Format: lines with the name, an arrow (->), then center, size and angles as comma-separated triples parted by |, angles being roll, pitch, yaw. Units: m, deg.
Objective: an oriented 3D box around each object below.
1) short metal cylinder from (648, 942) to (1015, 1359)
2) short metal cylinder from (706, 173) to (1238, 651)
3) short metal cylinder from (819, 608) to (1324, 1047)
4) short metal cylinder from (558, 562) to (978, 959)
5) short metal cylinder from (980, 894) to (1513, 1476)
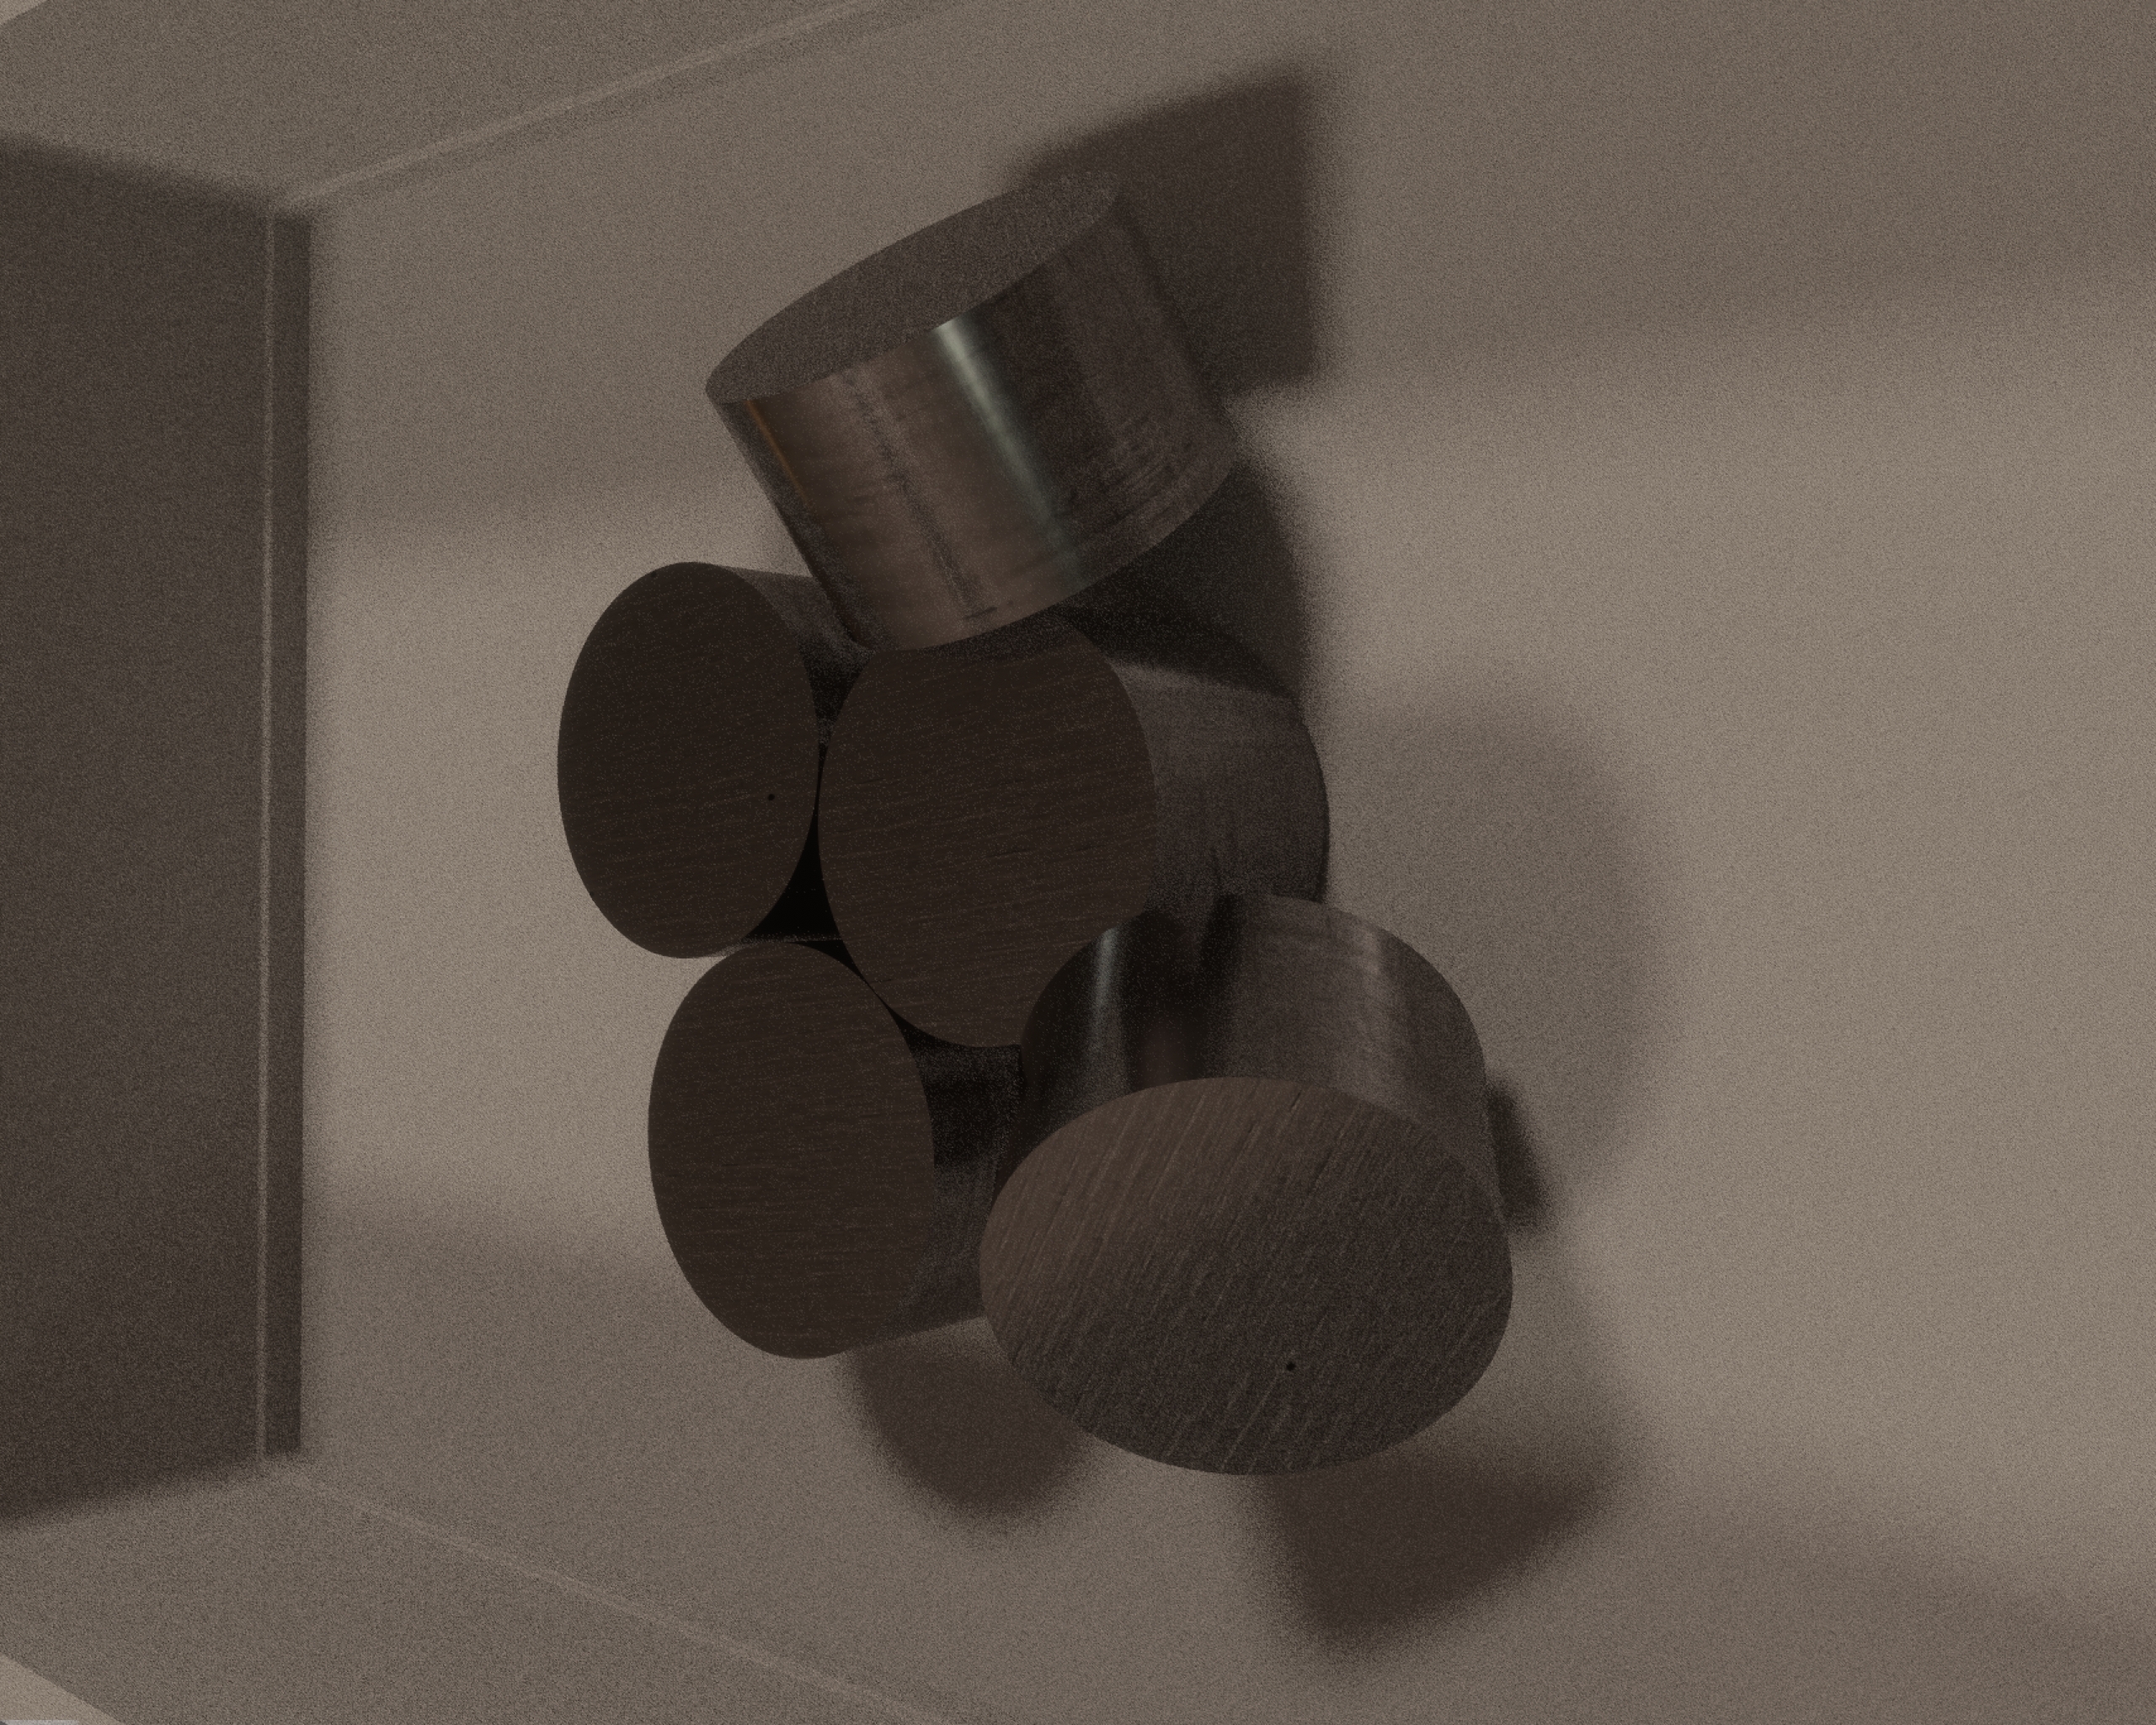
short metal cylinder -> -0.041, 0.055, 0.419 | 0.080, 0.050, 0.079 | 0, 90, 39
short metal cylinder -> -0.018, -0.081, 0.373 | 0.080, 0.080, 0.050 | -4, 126, 39
short metal cylinder -> -0.002, -0.007, 0.388 | 0.080, 0.050, 0.079 | 0, 90, 39
short metal cylinder -> -0.064, -0.021, 0.438 | 0.080, 0.050, 0.079 | 0, 90, 39
short metal cylinder -> 0.027, 0.052, 0.338 | 0.080, 0.050, 0.079 | 2, 121, 4
